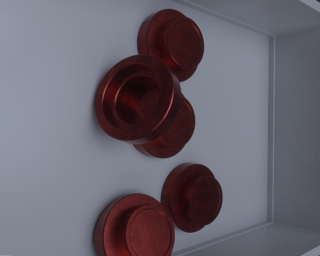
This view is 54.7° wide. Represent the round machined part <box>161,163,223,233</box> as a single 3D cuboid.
[{"bbox_3d":[0.052,0.100,0.442,0.099,0.042,0.097,0,90,-40],"label":"round machined part"}]

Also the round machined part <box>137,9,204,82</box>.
[{"bbox_3d":[0.021,-0.110,0.415,0.099,0.042,0.097,0,90,-40],"label":"round machined part"}]

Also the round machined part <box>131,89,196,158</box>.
[{"bbox_3d":[0.008,-0.009,0.404,0.099,0.042,0.097,0,90,-40],"label":"round machined part"}]

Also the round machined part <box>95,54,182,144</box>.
[{"bbox_3d":[-0.021,-0.029,0.348,0.042,0.098,0.098,29,70,-60],"label":"round machined part"}]

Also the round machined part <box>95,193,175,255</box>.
[{"bbox_3d":[-0.022,0.125,0.361,0.099,0.042,0.098,16,62,-33],"label":"round machined part"}]
